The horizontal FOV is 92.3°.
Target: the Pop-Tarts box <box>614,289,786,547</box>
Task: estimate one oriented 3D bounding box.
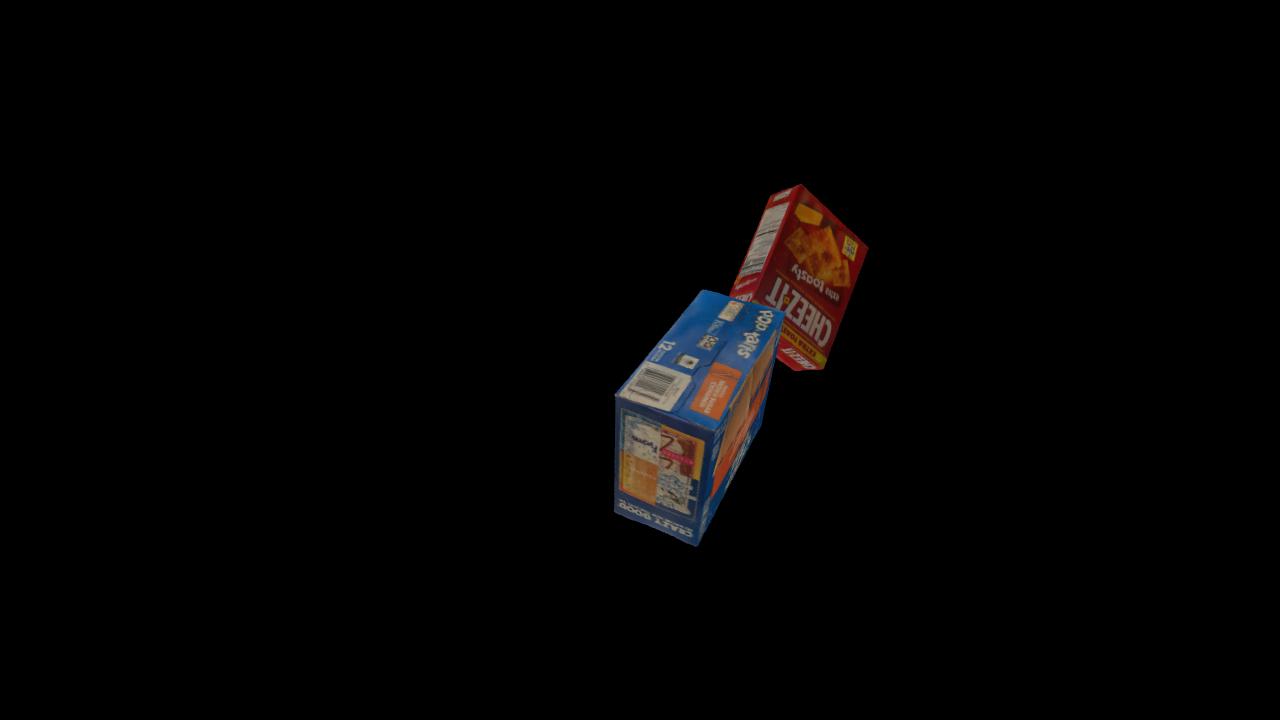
[{"bbox_3d":[0.052,0.045,0.531,0.083,0.141,0.167,20,42,20],"label":"Pop-Tarts box"}]

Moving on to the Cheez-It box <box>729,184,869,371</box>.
[{"bbox_3d":[0.232,-0.118,0.907,0.166,0.223,0.071,33,-19,-25],"label":"Cheez-It box"}]
